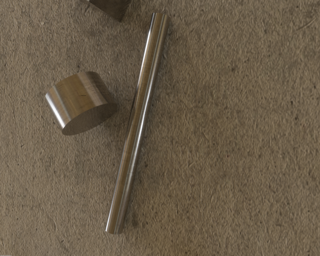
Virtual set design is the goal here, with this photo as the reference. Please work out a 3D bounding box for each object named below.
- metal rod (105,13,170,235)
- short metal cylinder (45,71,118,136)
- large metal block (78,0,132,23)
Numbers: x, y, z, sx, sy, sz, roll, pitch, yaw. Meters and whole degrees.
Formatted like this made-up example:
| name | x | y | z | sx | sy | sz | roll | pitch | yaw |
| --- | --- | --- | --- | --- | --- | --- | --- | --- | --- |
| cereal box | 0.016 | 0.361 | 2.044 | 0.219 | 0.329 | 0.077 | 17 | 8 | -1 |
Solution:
| name | x | y | z | sx | sy | sz | roll | pitch | yaw |
| --- | --- | --- | --- | --- | --- | --- | --- | --- | --- |
| metal rod | -0.031 | -0.003 | 0.419 | 0.025 | 0.025 | 0.298 | 14 | 95 | 19 |
| short metal cylinder | -0.105 | -0.032 | 0.417 | 0.080 | 0.080 | 0.050 | -34 | 79 | 17 |
| large metal block | -0.091 | -0.192 | 0.412 | 0.080 | 0.080 | 0.050 | 33 | 101 | 17 |
